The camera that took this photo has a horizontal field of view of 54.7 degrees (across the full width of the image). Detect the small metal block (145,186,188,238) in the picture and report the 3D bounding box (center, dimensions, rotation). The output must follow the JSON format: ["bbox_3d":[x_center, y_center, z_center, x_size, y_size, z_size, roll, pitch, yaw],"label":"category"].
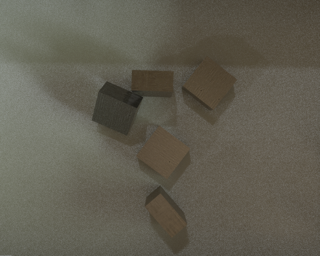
[{"bbox_3d":[0.007,0.106,0.399,0.025,0.050,0.050,-41,91,0],"label":"small metal block"}]

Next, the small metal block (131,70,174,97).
[{"bbox_3d":[-0.009,-0.056,0.398,0.050,0.050,0.025,2,88,0],"label":"small metal block"}]

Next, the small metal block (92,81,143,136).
[{"bbox_3d":[-0.055,-0.024,0.397,0.050,0.025,0.050,24,131,-1],"label":"small metal block"}]

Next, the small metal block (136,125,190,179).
[{"bbox_3d":[0.004,0.031,0.412,0.050,0.025,0.050,37,90,-1],"label":"small metal block"}]

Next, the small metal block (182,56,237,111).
[{"bbox_3d":[0.065,-0.059,0.412,0.050,0.025,0.050,38,90,-1],"label":"small metal block"}]
